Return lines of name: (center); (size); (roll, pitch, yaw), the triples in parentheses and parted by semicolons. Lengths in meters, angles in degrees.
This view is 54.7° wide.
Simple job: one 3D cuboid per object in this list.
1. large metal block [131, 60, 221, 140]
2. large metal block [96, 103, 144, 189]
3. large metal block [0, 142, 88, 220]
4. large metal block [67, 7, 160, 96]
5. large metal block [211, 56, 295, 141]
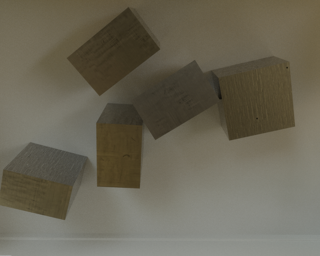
large metal block: (0.022, -0.033, 0.364); (0.080, 0.080, 0.050); (-31, 91, 11)
large metal block: (-0.047, 0.019, 0.388); (0.050, 0.080, 0.079); (3, 110, -2)
large metal block: (-0.148, 0.066, 0.404); (0.080, 0.080, 0.050); (15, 109, -6)
large metal block: (-0.047, -0.089, 0.349); (0.080, 0.080, 0.050); (-36, 107, 12)
large metal block: (0.115, -0.038, 0.386); (0.080, 0.050, 0.079); (-13, 110, 4)
